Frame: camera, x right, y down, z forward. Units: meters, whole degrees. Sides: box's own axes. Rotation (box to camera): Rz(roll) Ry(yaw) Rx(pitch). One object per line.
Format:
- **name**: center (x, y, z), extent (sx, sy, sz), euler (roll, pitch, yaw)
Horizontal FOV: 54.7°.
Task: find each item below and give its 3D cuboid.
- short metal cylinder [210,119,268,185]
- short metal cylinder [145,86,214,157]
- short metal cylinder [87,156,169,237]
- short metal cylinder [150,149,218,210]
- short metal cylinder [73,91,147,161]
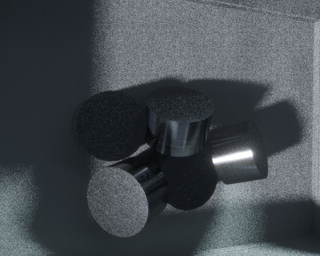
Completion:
- **short metal cylinder**: center (0.107, 0.032, 0.415), extent (0.080, 0.050, 0.080), euler (36, 46, -49)
- **short metal cylinder**: center (0.021, -0.010, 0.381), extent (0.081, 0.080, 0.050), euler (-9, 129, -20)
- **short metal cylinder**: center (-0.036, 0.078, 0.360), extent (0.050, 0.080, 0.079), euler (-18, 99, -62)
- **short metal cylinder**: center (0.028, 0.062, 0.407), extent (0.081, 0.050, 0.079), euler (0, 90, -21)
- **short metal cylinder**: center (-0.062, -0.002, 0.372), extent (0.081, 0.050, 0.079), euler (0, 90, -21)
